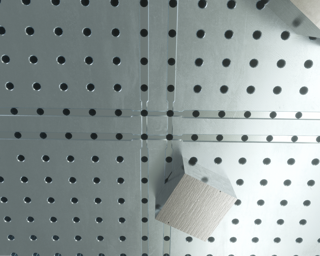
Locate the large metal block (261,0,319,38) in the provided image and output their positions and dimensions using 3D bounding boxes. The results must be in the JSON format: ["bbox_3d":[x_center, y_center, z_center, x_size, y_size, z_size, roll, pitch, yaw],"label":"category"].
[{"bbox_3d":[0.155,-0.144,0.332,0.080,0.080,0.050,37,106,-13],"label":"large metal block"}]

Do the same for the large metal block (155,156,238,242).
[{"bbox_3d":[0.048,0.100,0.437,0.080,0.050,0.080,27,108,-10],"label":"large metal block"}]
